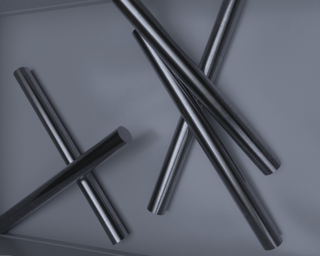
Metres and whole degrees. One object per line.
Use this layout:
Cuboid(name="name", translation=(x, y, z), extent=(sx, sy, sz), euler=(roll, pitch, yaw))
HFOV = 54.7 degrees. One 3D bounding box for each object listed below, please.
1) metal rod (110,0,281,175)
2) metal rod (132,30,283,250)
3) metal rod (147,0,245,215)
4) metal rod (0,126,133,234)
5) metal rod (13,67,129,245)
Cuboid(name="metal rod", translation=(0.032, -0.063, 0.351), extent=(0.025, 0.025, 0.300), euler=(-41, 95, 15))
Cuboid(name="metal rod", translation=(0.055, 0.008, 0.368), extent=(0.025, 0.025, 0.299), euler=(-32, 88, 17))
Cuboid(name="metal rod", translation=(0.044, -0.030, 0.394), extent=(0.025, 0.025, 0.298), euler=(22, 97, 18))
Cuboid(name="metal rod", translation=(-0.155, 0.086, 0.443), extent=(0.299, 0.025, 0.025), euler=(-35, 79, 25))
Cuboid(name="metal rod", translation=(-0.136, 0.034, 0.458), extent=(0.025, 0.025, 0.299), euler=(-37, 78, 16))
